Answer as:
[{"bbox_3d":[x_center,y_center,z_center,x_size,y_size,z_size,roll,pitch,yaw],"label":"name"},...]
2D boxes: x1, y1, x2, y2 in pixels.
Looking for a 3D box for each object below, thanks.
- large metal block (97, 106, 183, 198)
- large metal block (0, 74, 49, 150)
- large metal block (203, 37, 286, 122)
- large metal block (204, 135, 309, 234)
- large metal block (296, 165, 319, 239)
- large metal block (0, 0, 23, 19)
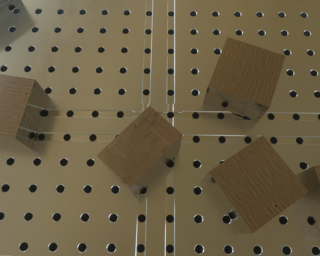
[{"bbox_3d":[-0.021,0.032,0.371,0.050,0.080,0.080,42,75,14],"label":"large metal block"},{"bbox_3d":[-0.205,-0.023,0.406,0.080,0.050,0.080,9,70,3],"label":"large metal block"},{"bbox_3d":[0.113,-0.066,0.423,0.080,0.050,0.080,21,71,7],"label":"large metal block"},{"bbox_3d":[0.111,0.069,0.374,0.080,0.050,0.080,-32,73,-11],"label":"large metal block"},{"bbox_3d":[0.224,0.083,0.370,0.080,0.050,0.080,-10,70,-4],"label":"large metal block"},{"bbox_3d":[-0.278,-0.207,0.473,0.080,0.050,0.080,39,75,13],"label":"large metal block"}]
